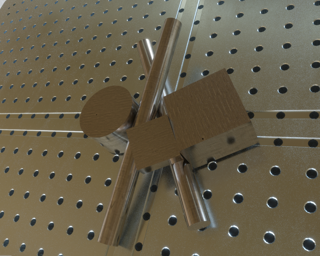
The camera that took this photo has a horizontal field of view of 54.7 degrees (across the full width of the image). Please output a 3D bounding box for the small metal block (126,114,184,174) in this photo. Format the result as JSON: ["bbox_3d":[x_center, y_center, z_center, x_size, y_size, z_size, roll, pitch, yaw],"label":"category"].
[{"bbox_3d":[-0.006,0.019,0.354,0.050,0.025,0.050,-20,69,6],"label":"small metal block"}]

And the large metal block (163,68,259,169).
[{"bbox_3d":[0.058,-0.011,0.363,0.080,0.050,0.080,-24,53,13],"label":"large metal block"}]

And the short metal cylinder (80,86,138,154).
[{"bbox_3d":[-0.062,-0.011,0.427,0.080,0.050,0.080,-13,57,20],"label":"short metal cylinder"}]

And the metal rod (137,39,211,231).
[{"bbox_3d":[0.008,-0.015,0.409,0.025,0.025,0.299,-25,53,13],"label":"metal rod"}]

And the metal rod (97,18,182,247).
[{"bbox_3d":[-0.021,-0.007,0.393,0.025,0.025,0.299,7,73,31],"label":"metal rod"}]
